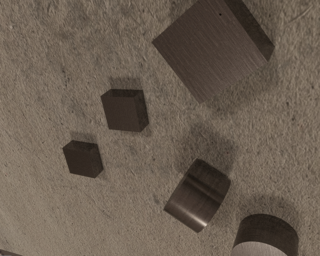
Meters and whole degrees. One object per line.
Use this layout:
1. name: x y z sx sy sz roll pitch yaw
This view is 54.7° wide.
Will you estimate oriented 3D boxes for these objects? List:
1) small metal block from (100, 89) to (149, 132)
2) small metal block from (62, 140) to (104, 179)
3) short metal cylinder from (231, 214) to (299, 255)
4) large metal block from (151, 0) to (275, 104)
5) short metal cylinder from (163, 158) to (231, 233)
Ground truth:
1. small metal block: -0.046 -0.024 0.415 0.050 0.025 0.050 5 121 25
2. small metal block: -0.124 0.050 0.501 0.050 0.025 0.050 7 122 24
3. short metal cylinder: 0.141 0.163 0.417 0.080 0.050 0.079 13 124 20
4. large metal block: 0.054 -0.084 0.310 0.080 0.050 0.080 -32 101 38
5. short metal cylinder: 0.047 0.086 0.398 0.050 0.080 0.079 33 129 6
